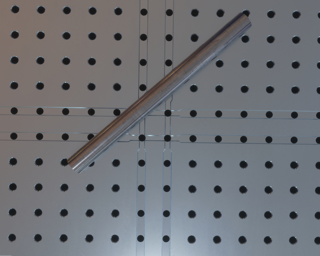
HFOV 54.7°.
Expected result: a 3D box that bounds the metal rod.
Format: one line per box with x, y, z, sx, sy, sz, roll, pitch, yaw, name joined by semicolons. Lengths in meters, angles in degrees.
0.000;-0.047;0.413;0.300;0.025;0.025;-40;91;-1;metal rod
